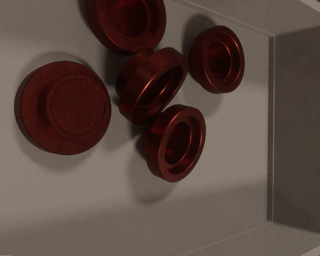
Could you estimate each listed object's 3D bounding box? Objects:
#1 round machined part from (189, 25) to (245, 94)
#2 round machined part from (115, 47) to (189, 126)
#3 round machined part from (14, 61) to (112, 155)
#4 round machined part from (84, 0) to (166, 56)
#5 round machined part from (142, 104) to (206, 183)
[{"bbox_3d":[0.081,-0.100,0.466,0.099,0.042,0.097,0,90,-40],"label":"round machined part"},{"bbox_3d":[-0.014,-0.053,0.363,0.042,0.097,0.099,40,56,15],"label":"round machined part"},{"bbox_3d":[-0.092,-0.020,0.319,0.099,0.042,0.097,0,90,-40],"label":"round machined part"},{"bbox_3d":[-0.043,-0.132,0.361,0.099,0.042,0.097,0,90,-40],"label":"round machined part"},{"bbox_3d":[0.015,0.017,0.398,0.099,0.042,0.097,-25,123,-44],"label":"round machined part"}]
